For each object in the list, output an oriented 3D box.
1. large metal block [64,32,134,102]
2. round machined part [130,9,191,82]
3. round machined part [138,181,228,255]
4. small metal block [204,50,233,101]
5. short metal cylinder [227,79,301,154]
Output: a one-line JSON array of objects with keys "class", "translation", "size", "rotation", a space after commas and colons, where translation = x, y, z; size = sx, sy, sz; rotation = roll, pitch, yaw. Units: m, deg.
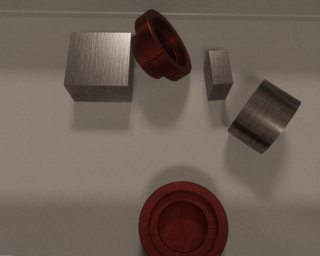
[{"class": "large metal block", "translation": [-0.080, -0.082, 0.425], "size": [0.081, 0.050, 0.080], "rotation": [1, 70, 1]}, {"class": "round machined part", "translation": [-0.002, -0.106, 0.420], "size": [0.042, 0.098, 0.098], "rotation": [-28, 69, 27]}, {"class": "round machined part", "translation": [0.025, 0.114, 0.358], "size": [0.099, 0.042, 0.098], "rotation": [1, 68, -1]}, {"class": "small metal block", "translation": [0.078, -0.071, 0.423], "size": [0.025, 0.050, 0.050], "rotation": [-4, 70, -2]}, {"class": "short metal cylinder", "translation": [0.128, -0.014, 0.387], "size": [0.050, 0.080, 0.080], "rotation": [36, 74, 12]}]
